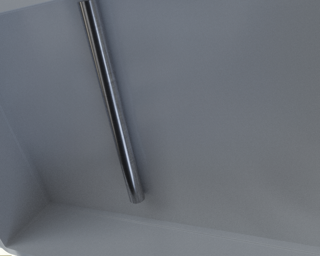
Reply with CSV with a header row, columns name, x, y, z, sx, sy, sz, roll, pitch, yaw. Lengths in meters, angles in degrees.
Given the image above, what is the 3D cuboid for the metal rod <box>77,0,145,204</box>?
name,x,y,z,sx,sy,sz,roll,pitch,yaw
metal rod,-0.060,-0.018,0.427,0.025,0.025,0.298,4,120,26
